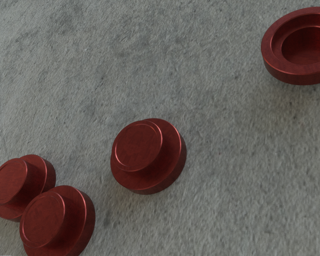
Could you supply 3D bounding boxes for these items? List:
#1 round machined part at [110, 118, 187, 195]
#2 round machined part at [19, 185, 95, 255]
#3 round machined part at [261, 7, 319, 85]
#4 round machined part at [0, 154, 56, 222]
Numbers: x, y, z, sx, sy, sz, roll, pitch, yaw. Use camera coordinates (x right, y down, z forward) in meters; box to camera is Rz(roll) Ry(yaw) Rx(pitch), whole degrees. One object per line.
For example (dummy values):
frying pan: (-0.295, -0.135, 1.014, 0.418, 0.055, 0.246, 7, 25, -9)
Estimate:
round machined part: (-0.020, 0.029, 0.384, 0.098, 0.042, 0.098, -13, 56, 20)
round machined part: (-0.135, 0.118, 0.389, 0.098, 0.042, 0.098, -13, 56, 20)
round machined part: (0.171, -0.089, 0.358, 0.098, 0.042, 0.098, -13, 56, 20)
round machined part: (-0.204, 0.082, 0.447, 0.098, 0.042, 0.098, -13, 56, 20)
